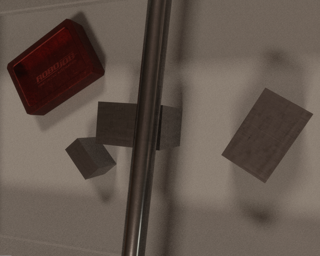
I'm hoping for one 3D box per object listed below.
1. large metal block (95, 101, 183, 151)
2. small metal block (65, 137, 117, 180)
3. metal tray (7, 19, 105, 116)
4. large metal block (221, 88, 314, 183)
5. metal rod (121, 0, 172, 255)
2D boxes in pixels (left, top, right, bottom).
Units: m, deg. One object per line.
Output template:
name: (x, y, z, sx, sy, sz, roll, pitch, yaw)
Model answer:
large metal block: (-0.023, -0.004, 0.388, 0.080, 0.080, 0.050, 5, 92, 19)
small metal block: (-0.095, 0.040, 0.429, 0.025, 0.050, 0.050, -41, 78, 15)
metal tray: (-0.157, -0.087, 0.461, 0.130, 0.030, 0.090, -30, 81, 17)
large metal block: (0.116, 0.007, 0.340, 0.050, 0.080, 0.080, 34, 101, 16)
metal rod: (-0.016, 0.012, 0.330, 0.025, 0.025, 0.298, 7, 92, 19)
